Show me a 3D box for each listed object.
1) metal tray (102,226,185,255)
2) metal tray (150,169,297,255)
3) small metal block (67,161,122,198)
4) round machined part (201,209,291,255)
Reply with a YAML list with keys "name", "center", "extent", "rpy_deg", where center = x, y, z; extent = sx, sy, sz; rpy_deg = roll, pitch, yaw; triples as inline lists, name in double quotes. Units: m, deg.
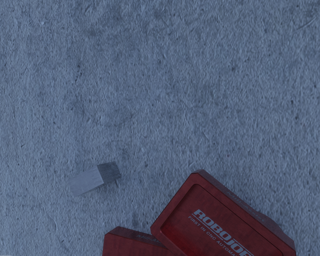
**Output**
- name: "metal tray"
  center: [-0.014, 0.192, 0.411]
  extent: [0.130, 0.030, 0.089]
  rpy_deg: [8, 93, 19]
- name: "metal tray"
  center: [0.065, 0.119, 0.338]
  extent: [0.130, 0.030, 0.090]
  rpy_deg: [38, 102, 16]
- name: "small metal block"
  center: [-0.089, 0.070, 0.427]
  extent: [0.050, 0.050, 0.025]
  rpy_deg: [-27, 81, 18]
- name: "round machined part"
  center: [0.101, 0.144, 0.364]
  extent: [0.098, 0.042, 0.097]
  rpy_deg: [0, 90, 20]
